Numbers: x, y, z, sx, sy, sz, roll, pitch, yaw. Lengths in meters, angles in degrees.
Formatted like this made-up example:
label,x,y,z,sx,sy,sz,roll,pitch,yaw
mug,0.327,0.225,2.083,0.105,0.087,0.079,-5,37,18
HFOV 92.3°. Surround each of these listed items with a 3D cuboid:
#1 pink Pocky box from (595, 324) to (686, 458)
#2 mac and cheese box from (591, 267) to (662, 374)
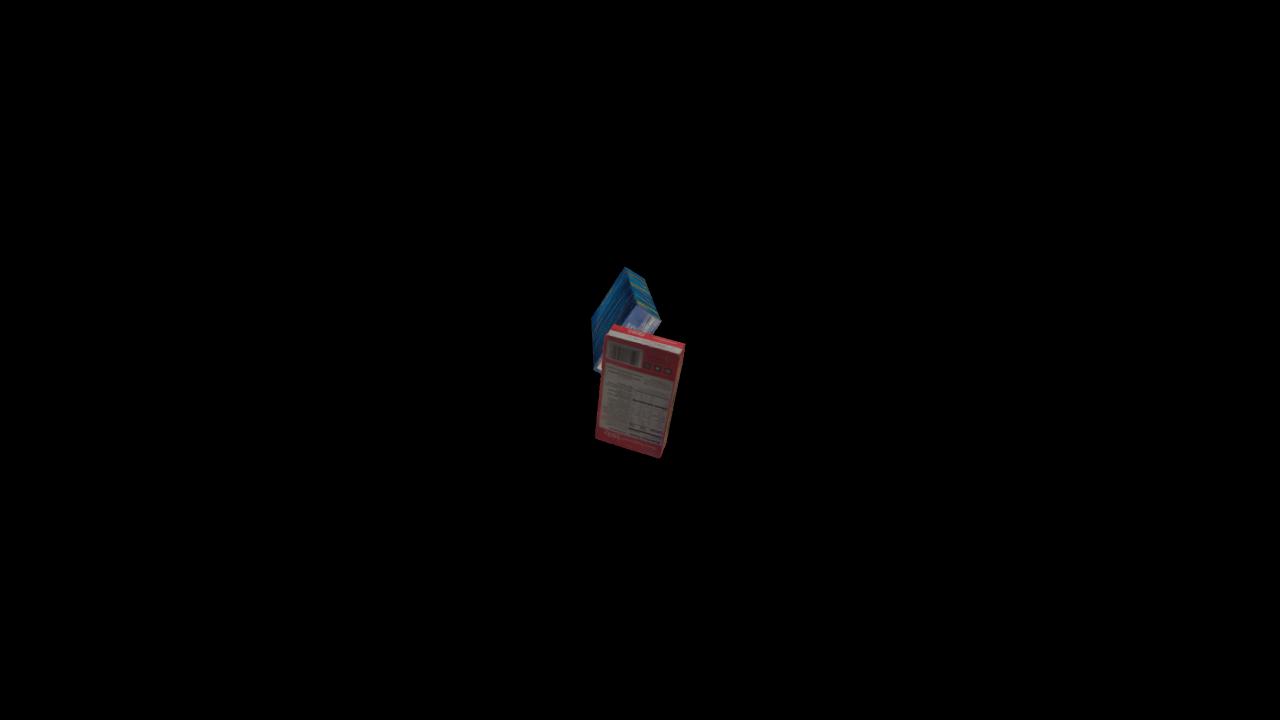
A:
label,x,y,z,sx,sy,sz,roll,pitch,yaw
pink Pocky box,-0.003,0.038,0.690,0.084,0.155,0.029,16,37,10
mac and cheese box,-0.023,-0.050,0.769,0.041,0.093,0.184,29,17,-15
